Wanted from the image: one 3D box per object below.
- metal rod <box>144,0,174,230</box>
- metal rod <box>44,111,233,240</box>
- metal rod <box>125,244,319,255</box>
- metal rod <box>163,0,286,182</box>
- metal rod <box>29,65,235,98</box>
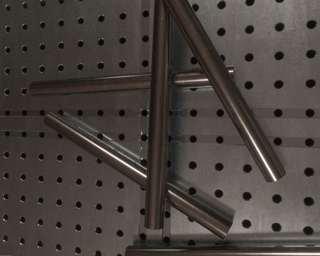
[{"bbox_3d":[0.000,-0.026,0.384,0.025,0.025,0.298,3,91,19],"label":"metal rod"},{"bbox_3d":[-0.041,0.056,0.425,0.301,0.025,0.025,30,100,17],"label":"metal rod"},{"bbox_3d":[0.098,0.156,0.377,0.301,0.025,0.025,-8,88,19],"label":"metal rod"},{"bbox_3d":[0.062,-0.072,0.360,0.025,0.025,0.299,-30,92,17],"label":"metal rod"},{"bbox_3d":[-0.051,-0.062,0.429,0.301,0.025,0.025,-1,90,19],"label":"metal rod"}]
